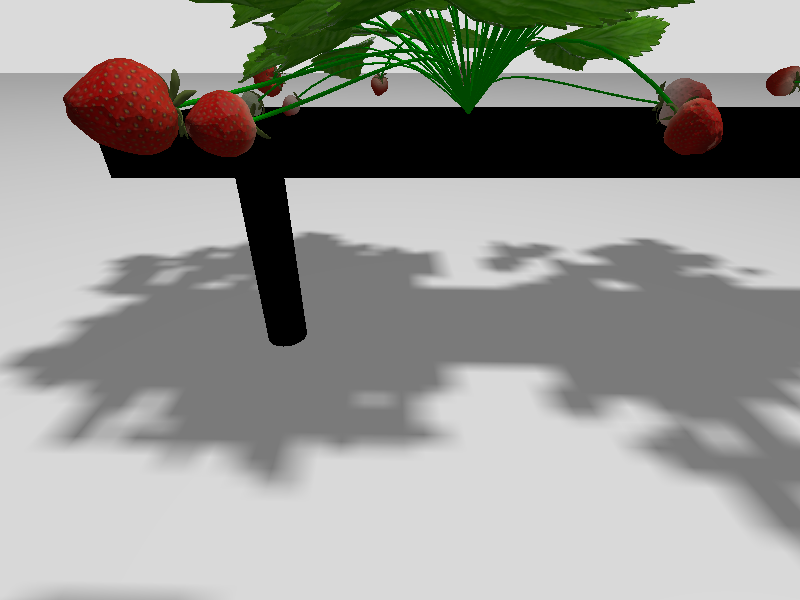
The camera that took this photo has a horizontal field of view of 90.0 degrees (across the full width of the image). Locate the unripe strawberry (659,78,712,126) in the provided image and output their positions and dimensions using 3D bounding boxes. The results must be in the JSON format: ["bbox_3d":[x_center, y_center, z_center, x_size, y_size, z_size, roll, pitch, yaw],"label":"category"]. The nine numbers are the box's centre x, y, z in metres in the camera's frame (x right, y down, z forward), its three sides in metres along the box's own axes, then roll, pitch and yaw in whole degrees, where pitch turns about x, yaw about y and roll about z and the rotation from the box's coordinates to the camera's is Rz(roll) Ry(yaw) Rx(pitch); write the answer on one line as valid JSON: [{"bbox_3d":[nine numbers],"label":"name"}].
[{"bbox_3d":[0.172,-0.118,0.241,0.026,0.027,0.024,20,36,29],"label":"unripe strawberry"}]

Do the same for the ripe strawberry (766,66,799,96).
[{"bbox_3d":[0.443,-0.253,0.463,0.027,0.031,0.030,-10,32,-16],"label":"ripe strawberry"}]

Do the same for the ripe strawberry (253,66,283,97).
[{"bbox_3d":[-0.159,-0.262,0.477,0.036,0.035,0.033,21,37,38],"label":"ripe strawberry"}]

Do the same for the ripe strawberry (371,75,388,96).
[{"bbox_3d":[-0.025,-0.260,0.488,0.021,0.022,0.023,-11,-18,-18],"label":"ripe strawberry"}]

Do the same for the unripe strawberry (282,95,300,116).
[{"bbox_3d":[-0.082,-0.144,0.298,0.013,0.015,0.015,43,16,-28],"label":"unripe strawberry"}]

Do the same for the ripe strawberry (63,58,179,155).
[{"bbox_3d":[-0.121,-0.082,0.174,0.040,0.039,0.037,-25,39,-35],"label":"ripe strawberry"}]

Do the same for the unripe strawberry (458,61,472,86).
[{"bbox_3d":[0.080,-0.268,0.485,0.036,0.038,0.038,4,30,6],"label":"unripe strawberry"}]

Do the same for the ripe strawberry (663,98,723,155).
[{"bbox_3d":[0.123,-0.071,0.167,0.019,0.021,0.022,-12,-31,-19],"label":"ripe strawberry"}]

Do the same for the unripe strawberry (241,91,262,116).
[{"bbox_3d":[-0.112,-0.145,0.298,0.018,0.017,0.016,-17,31,3],"label":"unripe strawberry"}]

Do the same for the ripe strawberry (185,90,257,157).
[{"bbox_3d":[-0.077,-0.074,0.170,0.025,0.027,0.027,22,38,32],"label":"ripe strawberry"}]
